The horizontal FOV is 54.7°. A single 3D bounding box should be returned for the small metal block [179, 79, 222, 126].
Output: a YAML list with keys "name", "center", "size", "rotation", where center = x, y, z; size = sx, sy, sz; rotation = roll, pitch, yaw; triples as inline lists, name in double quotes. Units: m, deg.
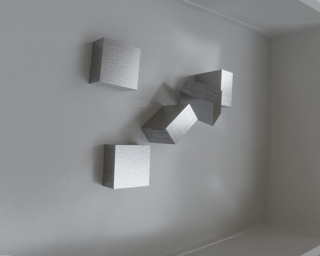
- name: "small metal block"
  center: [0.056, -0.035, 0.427]
  size: [0.025, 0.050, 0.050]
  rotation: [-55, 154, -25]

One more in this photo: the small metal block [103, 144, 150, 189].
- name: "small metal block"
  center: [-0.040, 0.045, 0.375]
  size: [0.050, 0.025, 0.050]
  rotation: [3, 88, -40]

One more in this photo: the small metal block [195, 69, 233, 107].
- name: "small metal block"
  center: [0.078, -0.056, 0.458]
  size: [0.025, 0.050, 0.050]
  rotation: [7, 84, -41]

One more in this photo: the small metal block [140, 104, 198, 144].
- name: "small metal block"
  center: [0.012, -0.006, 0.402]
  size: [0.050, 0.050, 0.025]
  rotation: [-46, 118, -30]

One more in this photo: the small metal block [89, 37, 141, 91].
- name: "small metal block"
  center: [-0.053, -0.073, 0.364]
  size: [0.050, 0.025, 0.050]
  rotation: [8, 85, -40]
